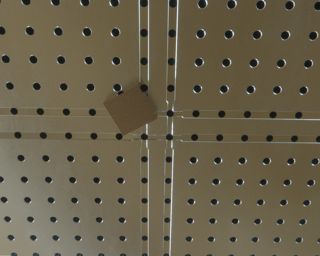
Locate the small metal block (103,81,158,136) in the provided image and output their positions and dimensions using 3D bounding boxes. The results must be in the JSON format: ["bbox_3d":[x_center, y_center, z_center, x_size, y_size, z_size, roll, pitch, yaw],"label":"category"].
[{"bbox_3d":[-0.037,-0.026,0.404,0.050,0.025,0.050,-27,108,9],"label":"small metal block"}]
